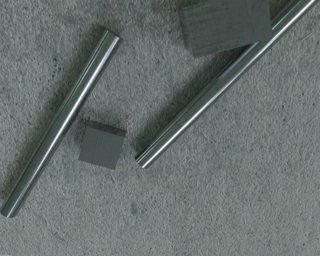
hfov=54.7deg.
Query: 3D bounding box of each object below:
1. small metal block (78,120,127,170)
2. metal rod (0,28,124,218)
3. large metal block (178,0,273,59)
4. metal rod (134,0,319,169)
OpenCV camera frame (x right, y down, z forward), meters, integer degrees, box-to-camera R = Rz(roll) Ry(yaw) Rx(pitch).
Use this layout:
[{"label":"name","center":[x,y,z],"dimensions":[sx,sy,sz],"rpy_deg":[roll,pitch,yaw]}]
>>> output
[{"label":"small metal block","center":[-0.077,0.023,0.417],"dimensions":[0.050,0.025,0.050],"rpy_deg":[17,109,-7]},{"label":"metal rod","center":[-0.137,0.005,0.409],"dimensions":[0.025,0.025,0.299],"rpy_deg":[32,107,-12]},{"label":"large metal block","center":[0.067,-0.116,0.339],"dimensions":[0.080,0.080,0.050],"rpy_deg":[-14,110,4]},{"label":"metal rod","center":[0.076,-0.056,0.390],"dimensions":[0.025,0.025,0.299],"rpy_deg":[41,105,-14]}]
